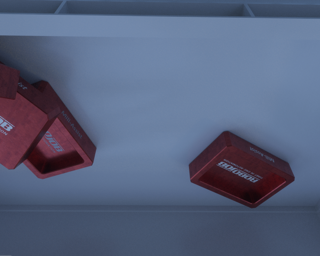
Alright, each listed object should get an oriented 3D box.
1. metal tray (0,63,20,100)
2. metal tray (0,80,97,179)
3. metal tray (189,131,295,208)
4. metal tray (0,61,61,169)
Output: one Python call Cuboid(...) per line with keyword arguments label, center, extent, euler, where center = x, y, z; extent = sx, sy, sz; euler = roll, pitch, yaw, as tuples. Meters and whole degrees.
Cuboid(label="metal tray", center=(-0.207, -0.053, 0.270), extent=(0.131, 0.090, 0.030), euler=(10, 91, 4))
Cuboid(label="metal tray", center=(-0.156, 0.008, 0.410), extent=(0.090, 0.030, 0.130), euler=(-17, 129, 13))
Cuboid(label="metal tray", center=(0.121, 0.067, 0.463), extent=(0.131, 0.030, 0.090), euler=(26, 125, -21))
Cuboid(label="metal tray", center=(-0.191, -0.026, 0.346), extent=(0.130, 0.030, 0.090), euler=(39, 110, -8))
